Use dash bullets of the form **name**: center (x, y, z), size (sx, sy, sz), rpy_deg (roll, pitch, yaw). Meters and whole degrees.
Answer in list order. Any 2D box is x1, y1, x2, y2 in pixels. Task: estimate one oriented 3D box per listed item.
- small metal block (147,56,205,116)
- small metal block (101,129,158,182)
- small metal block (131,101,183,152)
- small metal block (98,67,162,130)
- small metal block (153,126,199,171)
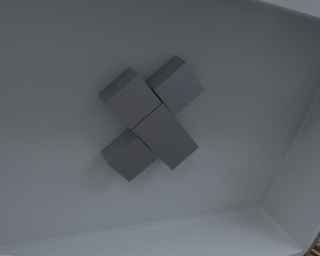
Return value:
- **small metal block**: center (0.019, -0.052, 0.384), size (0.050, 0.025, 0.050), rpy_deg (-42, 130, -1)
- **small metal block**: center (-0.039, 0.036, 0.407), size (0.050, 0.025, 0.050), rpy_deg (-40, 130, 0)
- **small metal block**: center (-0.007, -0.006, 0.397), size (0.050, 0.025, 0.050), rpy_deg (-41, 130, 0)
- **small metal block**: center (-0.035, -0.034, 0.366), size (0.050, 0.025, 0.050), rpy_deg (-41, 130, 0)
- **small metal block**: center (0.018, 0.023, 0.430), size (0.050, 0.025, 0.050), rpy_deg (-41, 130, 0)
